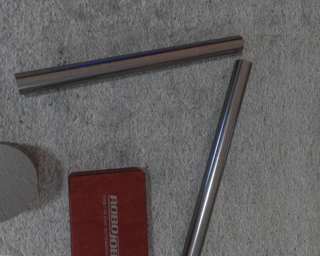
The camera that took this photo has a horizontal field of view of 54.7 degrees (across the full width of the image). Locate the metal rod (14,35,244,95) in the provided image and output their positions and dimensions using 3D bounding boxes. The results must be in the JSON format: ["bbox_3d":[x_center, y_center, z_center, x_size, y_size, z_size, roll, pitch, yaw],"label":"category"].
[{"bbox_3d":[-0.023,-0.086,0.400,0.302,0.025,0.025,-15,95,-20],"label":"metal rod"}]

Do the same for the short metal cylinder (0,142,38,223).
[{"bbox_3d":[-0.174,0.055,0.332,0.081,0.050,0.079,0,90,-20],"label":"short metal cylinder"}]

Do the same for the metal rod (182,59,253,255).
[{"bbox_3d":[0.081,0.047,0.438,0.025,0.025,0.299,19,84,-19],"label":"metal rod"}]

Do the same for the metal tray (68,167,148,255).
[{"bbox_3d":[-0.063,0.118,0.383,0.091,0.030,0.129,-3,91,-20],"label":"metal tray"}]
